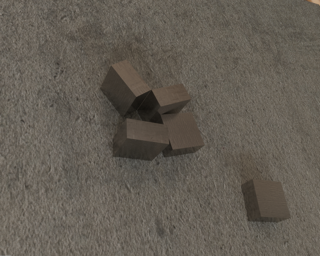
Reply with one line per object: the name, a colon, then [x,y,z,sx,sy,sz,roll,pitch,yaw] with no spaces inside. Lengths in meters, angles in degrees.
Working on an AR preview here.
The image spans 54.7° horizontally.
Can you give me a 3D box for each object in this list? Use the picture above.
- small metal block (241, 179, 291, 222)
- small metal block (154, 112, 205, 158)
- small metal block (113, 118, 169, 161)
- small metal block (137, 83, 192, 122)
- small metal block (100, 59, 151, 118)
small metal block: [0.143,0.099,0.420,0.050,0.025,0.050,10,58,-23]
small metal block: [0.024,0.008,0.411,0.050,0.025,0.050,-6,65,-31]
small metal block: [-0.024,0.015,0.365,0.050,0.050,0.025,9,58,-23]
small metal block: [0.005,-0.031,0.409,0.050,0.050,0.025,-16,71,-35]
small metal block: [-0.045,-0.049,0.393,0.025,0.050,0.050,-32,80,-38]
